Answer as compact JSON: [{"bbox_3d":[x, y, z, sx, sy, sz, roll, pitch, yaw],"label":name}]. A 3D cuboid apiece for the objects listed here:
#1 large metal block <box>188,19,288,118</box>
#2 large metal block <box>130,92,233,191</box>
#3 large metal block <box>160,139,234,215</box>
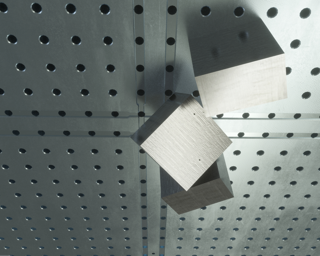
[{"bbox_3d":[0.078,-0.064,0.323,0.080,0.080,0.050,-13,129,11],"label":"large metal block"},{"bbox_3d":[0.025,0.014,0.375,0.080,0.050,0.080,-46,109,-6],"label":"large metal block"},{"bbox_3d":[0.047,0.062,0.427,0.080,0.080,0.050,-23,131,18],"label":"large metal block"}]
